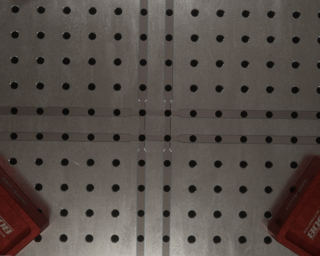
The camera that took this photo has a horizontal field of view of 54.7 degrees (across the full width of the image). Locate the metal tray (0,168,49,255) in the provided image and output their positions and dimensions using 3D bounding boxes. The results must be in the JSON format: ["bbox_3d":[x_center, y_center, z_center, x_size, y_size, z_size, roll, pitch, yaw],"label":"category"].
[{"bbox_3d":[-0.226,0.112,0.407,0.090,0.030,0.130,-42,91,0],"label":"metal tray"}]

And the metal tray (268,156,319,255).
[{"bbox_3d":[0.220,0.113,0.413,0.090,0.030,0.130,33,90,-1],"label":"metal tray"}]
